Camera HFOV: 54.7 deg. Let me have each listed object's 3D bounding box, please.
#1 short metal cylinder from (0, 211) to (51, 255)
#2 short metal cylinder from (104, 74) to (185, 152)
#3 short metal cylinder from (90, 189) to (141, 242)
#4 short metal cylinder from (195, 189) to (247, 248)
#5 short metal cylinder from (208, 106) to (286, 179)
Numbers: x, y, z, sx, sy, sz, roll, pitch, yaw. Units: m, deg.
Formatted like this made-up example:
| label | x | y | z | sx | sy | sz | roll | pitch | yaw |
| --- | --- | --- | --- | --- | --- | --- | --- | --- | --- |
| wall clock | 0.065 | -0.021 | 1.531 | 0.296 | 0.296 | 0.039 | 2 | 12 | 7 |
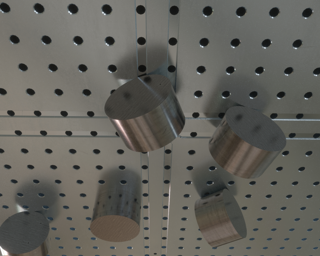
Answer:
| label | x | y | z | sx | sy | sz | roll | pitch | yaw |
| --- | --- | --- | --- | --- | --- | --- | --- | --- | --- |
| short metal cylinder | -0.233 | 0.192 | 0.537 | 0.081 | 0.080 | 0.050 | 7 | 130 | -6 |
| short metal cylinder | -0.017 | -0.018 | 0.360 | 0.080 | 0.080 | 0.050 | -16 | 128 | 13 |
| short metal cylinder | -0.073 | 0.148 | 0.520 | 0.081 | 0.050 | 0.079 | 0 | 130 | 0 |
| short metal cylinder | 0.098 | 0.145 | 0.500 | 0.050 | 0.080 | 0.080 | -28 | 125 | 21 |
| short metal cylinder | 0.109 | 0.017 | 0.391 | 0.081 | 0.080 | 0.050 | 14 | 129 | -12 |
